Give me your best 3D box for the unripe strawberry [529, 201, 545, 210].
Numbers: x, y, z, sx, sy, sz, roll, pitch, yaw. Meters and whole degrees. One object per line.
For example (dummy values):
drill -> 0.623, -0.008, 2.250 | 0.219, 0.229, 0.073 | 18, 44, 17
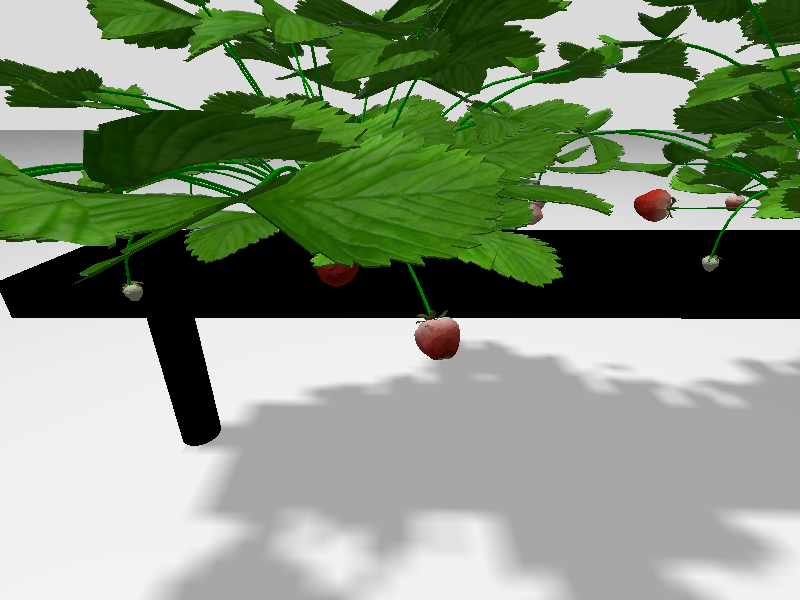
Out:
unripe strawberry -> 0.173, -0.122, 0.507 | 0.019, 0.020, 0.018 | 17, 29, 32

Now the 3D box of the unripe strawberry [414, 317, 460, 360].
unripe strawberry -> 0.019, 0.019, 0.197 | 0.023, 0.021, 0.020 | -9, -28, -19

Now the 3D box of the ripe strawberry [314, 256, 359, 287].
ripe strawberry -> -0.044, -0.024, 0.278 | 0.032, 0.034, 0.035 | -2, 25, -3

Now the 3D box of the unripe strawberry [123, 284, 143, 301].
unripe strawberry -> -0.162, -0.005, 0.244 | 0.011, 0.011, 0.010 | 20, 32, 37

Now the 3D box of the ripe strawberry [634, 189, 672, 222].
ripe strawberry -> 0.290, -0.109, 0.462 | 0.035, 0.037, 0.037 | -22, 32, -39

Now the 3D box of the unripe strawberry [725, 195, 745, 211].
unripe strawberry -> 0.427, -0.124, 0.511 | 0.021, 0.021, 0.018 | 4, 28, 8

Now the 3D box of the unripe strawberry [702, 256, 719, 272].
unripe strawberry -> 0.236, -0.027, 0.305 | 0.011, 0.012, 0.011 | -9, 26, -19

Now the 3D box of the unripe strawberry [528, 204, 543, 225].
unripe strawberry -> 0.143, -0.092, 0.435 | 0.024, 0.023, 0.026 | 1, 22, -26
